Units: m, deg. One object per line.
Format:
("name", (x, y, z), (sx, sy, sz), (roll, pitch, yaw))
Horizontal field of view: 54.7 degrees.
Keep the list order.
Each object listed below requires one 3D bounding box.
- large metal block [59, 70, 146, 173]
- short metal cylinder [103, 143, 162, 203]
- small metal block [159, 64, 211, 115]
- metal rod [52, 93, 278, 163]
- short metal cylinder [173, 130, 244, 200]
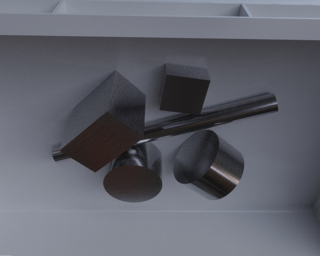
("large metal block", (-0.064, -0.008, 0.364), (0.080, 0.080, 0.050), (-36, 122, 26))
("short metal cylinder", (-0.037, 0.062, 0.442), (0.081, 0.050, 0.079), (0, 130, 0))
("small metal block", (0.028, -0.045, 0.369), (0.050, 0.025, 0.050), (7, 130, -6))
("metal rod", (-0.001, 0.003, 0.410), (0.301, 0.025, 0.025), (-13, 129, 10))
("short metal cylinder", (0.064, 0.049, 0.414), (0.050, 0.080, 0.080), (35, 122, -26))
